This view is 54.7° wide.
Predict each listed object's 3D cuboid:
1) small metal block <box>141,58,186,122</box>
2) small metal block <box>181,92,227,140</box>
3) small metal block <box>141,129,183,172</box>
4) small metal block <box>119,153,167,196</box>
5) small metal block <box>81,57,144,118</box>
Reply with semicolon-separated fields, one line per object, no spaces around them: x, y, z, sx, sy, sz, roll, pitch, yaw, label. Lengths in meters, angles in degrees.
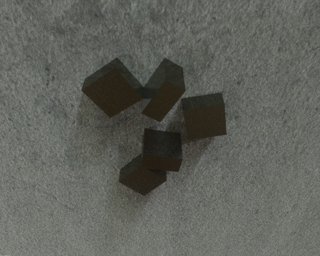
0.003;-0.044;0.354;0.025;0.050;0.050;25;125;-20;small metal block
0.057;-0.014;0.396;0.050;0.025;0.050;-8;130;6;small metal block
0.002;0.029;0.416;0.050;0.050;0.025;7;130;-7;small metal block
-0.026;0.071;0.467;0.050;0.025;0.050;36;121;-27;small metal block
-0.055;-0.047;0.367;0.050;0.025;0.050;-28;125;21;small metal block
